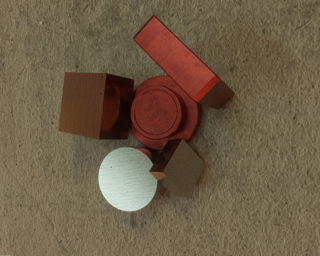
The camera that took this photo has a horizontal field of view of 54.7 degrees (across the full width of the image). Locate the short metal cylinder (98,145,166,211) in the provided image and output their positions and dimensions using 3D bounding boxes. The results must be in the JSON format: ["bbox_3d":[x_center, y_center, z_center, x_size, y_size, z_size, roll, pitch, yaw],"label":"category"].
[{"bbox_3d":[-0.033,0.063,0.408,0.080,0.050,0.079,0,90,19],"label":"short metal cylinder"}]

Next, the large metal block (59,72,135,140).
[{"bbox_3d":[-0.085,-0.030,0.412,0.080,0.050,0.079,9,93,36],"label":"large metal block"}]

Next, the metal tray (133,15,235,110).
[{"bbox_3d":[0.033,-0.065,0.341,0.030,0.130,0.090,-46,76,14],"label":"metal tray"}]

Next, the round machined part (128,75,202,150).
[{"bbox_3d":[0.001,-0.020,0.401,0.098,0.042,0.097,0,90,19],"label":"round machined part"}]

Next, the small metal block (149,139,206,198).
[{"bbox_3d":[0.022,0.049,0.377,0.025,0.050,0.050,-8,131,50],"label":"small metal block"}]
